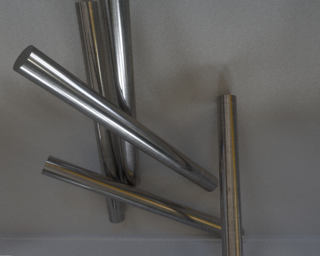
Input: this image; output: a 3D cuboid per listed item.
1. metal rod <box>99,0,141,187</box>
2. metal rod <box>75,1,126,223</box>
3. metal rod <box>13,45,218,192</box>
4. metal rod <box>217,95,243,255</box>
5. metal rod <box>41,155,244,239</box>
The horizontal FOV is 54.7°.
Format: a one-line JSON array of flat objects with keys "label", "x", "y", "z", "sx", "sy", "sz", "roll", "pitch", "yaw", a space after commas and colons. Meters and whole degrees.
[{"label": "metal rod", "x": -0.039, "y": -0.030, "z": 0.334, "sx": 0.025, "sy": 0.025, "sz": 0.298, "roll": 0, "pitch": 135, "yaw": -1}, {"label": "metal rod", "x": -0.074, "y": -0.006, "z": 0.408, "sx": 0.025, "sy": 0.025, "sz": 0.298, "roll": -4, "pitch": 110, "yaw": 1}, {"label": "metal rod", "x": -0.018, "y": 0.012, "z": 0.345, "sx": 0.025, "sy": 0.025, "sz": 0.301, "roll": -41, "pitch": 133, "yaw": 13}, {"label": "metal rod", "x": 0.087, "y": 0.108, "z": 0.379, "sx": 0.025, "sy": 0.025, "sz": 0.298, "roll": 0, "pitch": 82, "yaw": 0}, {"label": "metal rod", "x": -0.011, "y": 0.104, "z": 0.430, "sx": 0.302, "sy": 0.025, "sz": 0.025, "roll": 24, "pitch": 108, "yaw": -17}]
